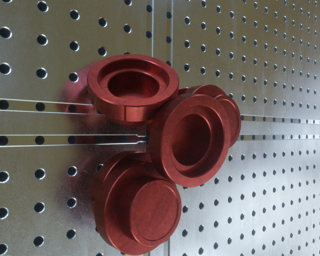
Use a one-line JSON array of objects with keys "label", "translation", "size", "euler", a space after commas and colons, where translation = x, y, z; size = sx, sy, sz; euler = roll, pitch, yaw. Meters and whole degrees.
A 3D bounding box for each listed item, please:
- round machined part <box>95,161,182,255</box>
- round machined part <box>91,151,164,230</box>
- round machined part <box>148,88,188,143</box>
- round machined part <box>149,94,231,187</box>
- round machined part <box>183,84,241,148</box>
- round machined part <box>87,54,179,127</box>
[{"label": "round machined part", "translation": [-0.015, 0.085, 0.329], "size": [0.099, 0.042, 0.097], "euler": [0, 90, -40]}, {"label": "round machined part", "translation": [-0.024, 0.076, 0.350], "size": [0.099, 0.042, 0.097], "euler": [0, 90, -40]}, {"label": "round machined part", "translation": [0.036, -0.003, 0.400], "size": [0.099, 0.042, 0.097], "euler": [0, 90, -40]}, {"label": "round machined part", "translation": [0.028, 0.011, 0.337], "size": [0.099, 0.042, 0.097], "euler": [-8, 103, -36]}, {"label": "round machined part", "translation": [0.066, -0.007, 0.397], "size": [0.099, 0.042, 0.097], "euler": [1, 89, -40]}, {"label": "round machined part", "translation": [-0.030, -0.039, 0.347], "size": [0.099, 0.098, 0.042], "euler": [-34, 147, -35]}]
